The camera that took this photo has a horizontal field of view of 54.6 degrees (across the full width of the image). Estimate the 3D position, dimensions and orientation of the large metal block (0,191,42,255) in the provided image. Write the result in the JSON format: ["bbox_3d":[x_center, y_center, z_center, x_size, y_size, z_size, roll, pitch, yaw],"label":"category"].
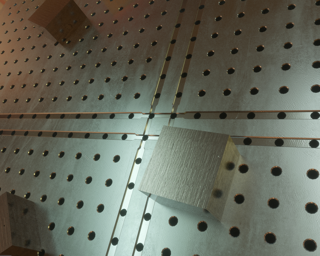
[{"bbox_3d":[-0.214,0.147,0.416,0.080,0.050,0.080,-35,51,5],"label":"large metal block"}]

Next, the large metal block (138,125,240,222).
[{"bbox_3d":[0.034,0.048,0.345,0.080,0.050,0.080,9,66,32],"label":"large metal block"}]

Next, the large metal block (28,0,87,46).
[{"bbox_3d":[-0.214,-0.228,0.647,0.080,0.050,0.080,31,79,38],"label":"large metal block"}]
